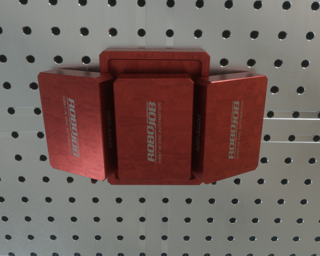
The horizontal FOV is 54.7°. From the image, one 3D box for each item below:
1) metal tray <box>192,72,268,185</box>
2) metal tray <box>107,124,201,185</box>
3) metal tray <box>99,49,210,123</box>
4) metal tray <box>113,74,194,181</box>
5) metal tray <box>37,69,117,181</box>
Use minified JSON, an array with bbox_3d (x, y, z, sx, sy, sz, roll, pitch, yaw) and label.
[{"bbox_3d":[0.086,-0.001,0.391,0.091,0.030,0.129,-11,113,-26],"label":"metal tray"},{"bbox_3d":[-0.006,0.032,0.423,0.131,0.030,0.089,0,111,-1],"label":"metal tray"},{"bbox_3d":[-0.006,-0.053,0.391,0.131,0.030,0.089,0,111,-1],"label":"metal tray"},{"bbox_3d":[-0.007,0.001,0.378,0.091,0.030,0.129,0,110,-1],"label":"metal tray"},{"bbox_3d":[-0.101,-0.005,0.388,0.090,0.030,0.129,9,113,24],"label":"metal tray"}]
